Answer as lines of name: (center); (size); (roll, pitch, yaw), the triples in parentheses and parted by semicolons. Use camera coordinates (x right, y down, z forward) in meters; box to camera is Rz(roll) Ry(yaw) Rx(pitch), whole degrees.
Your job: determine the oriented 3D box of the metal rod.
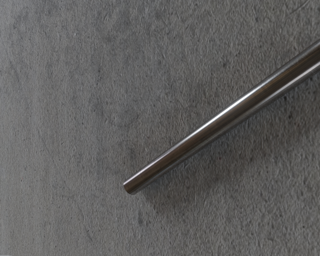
metal rod: (0.056, 0.005, 0.358); (0.299, 0.025, 0.025); (-39, 66, 33)
